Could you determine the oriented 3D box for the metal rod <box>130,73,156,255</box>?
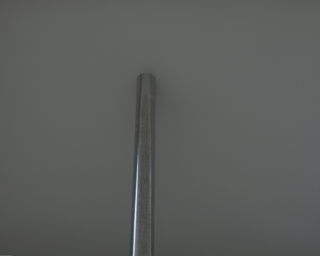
[{"bbox_3d":[-0.018,0.068,0.347,0.025,0.025,0.299,0,64,0],"label":"metal rod"}]
